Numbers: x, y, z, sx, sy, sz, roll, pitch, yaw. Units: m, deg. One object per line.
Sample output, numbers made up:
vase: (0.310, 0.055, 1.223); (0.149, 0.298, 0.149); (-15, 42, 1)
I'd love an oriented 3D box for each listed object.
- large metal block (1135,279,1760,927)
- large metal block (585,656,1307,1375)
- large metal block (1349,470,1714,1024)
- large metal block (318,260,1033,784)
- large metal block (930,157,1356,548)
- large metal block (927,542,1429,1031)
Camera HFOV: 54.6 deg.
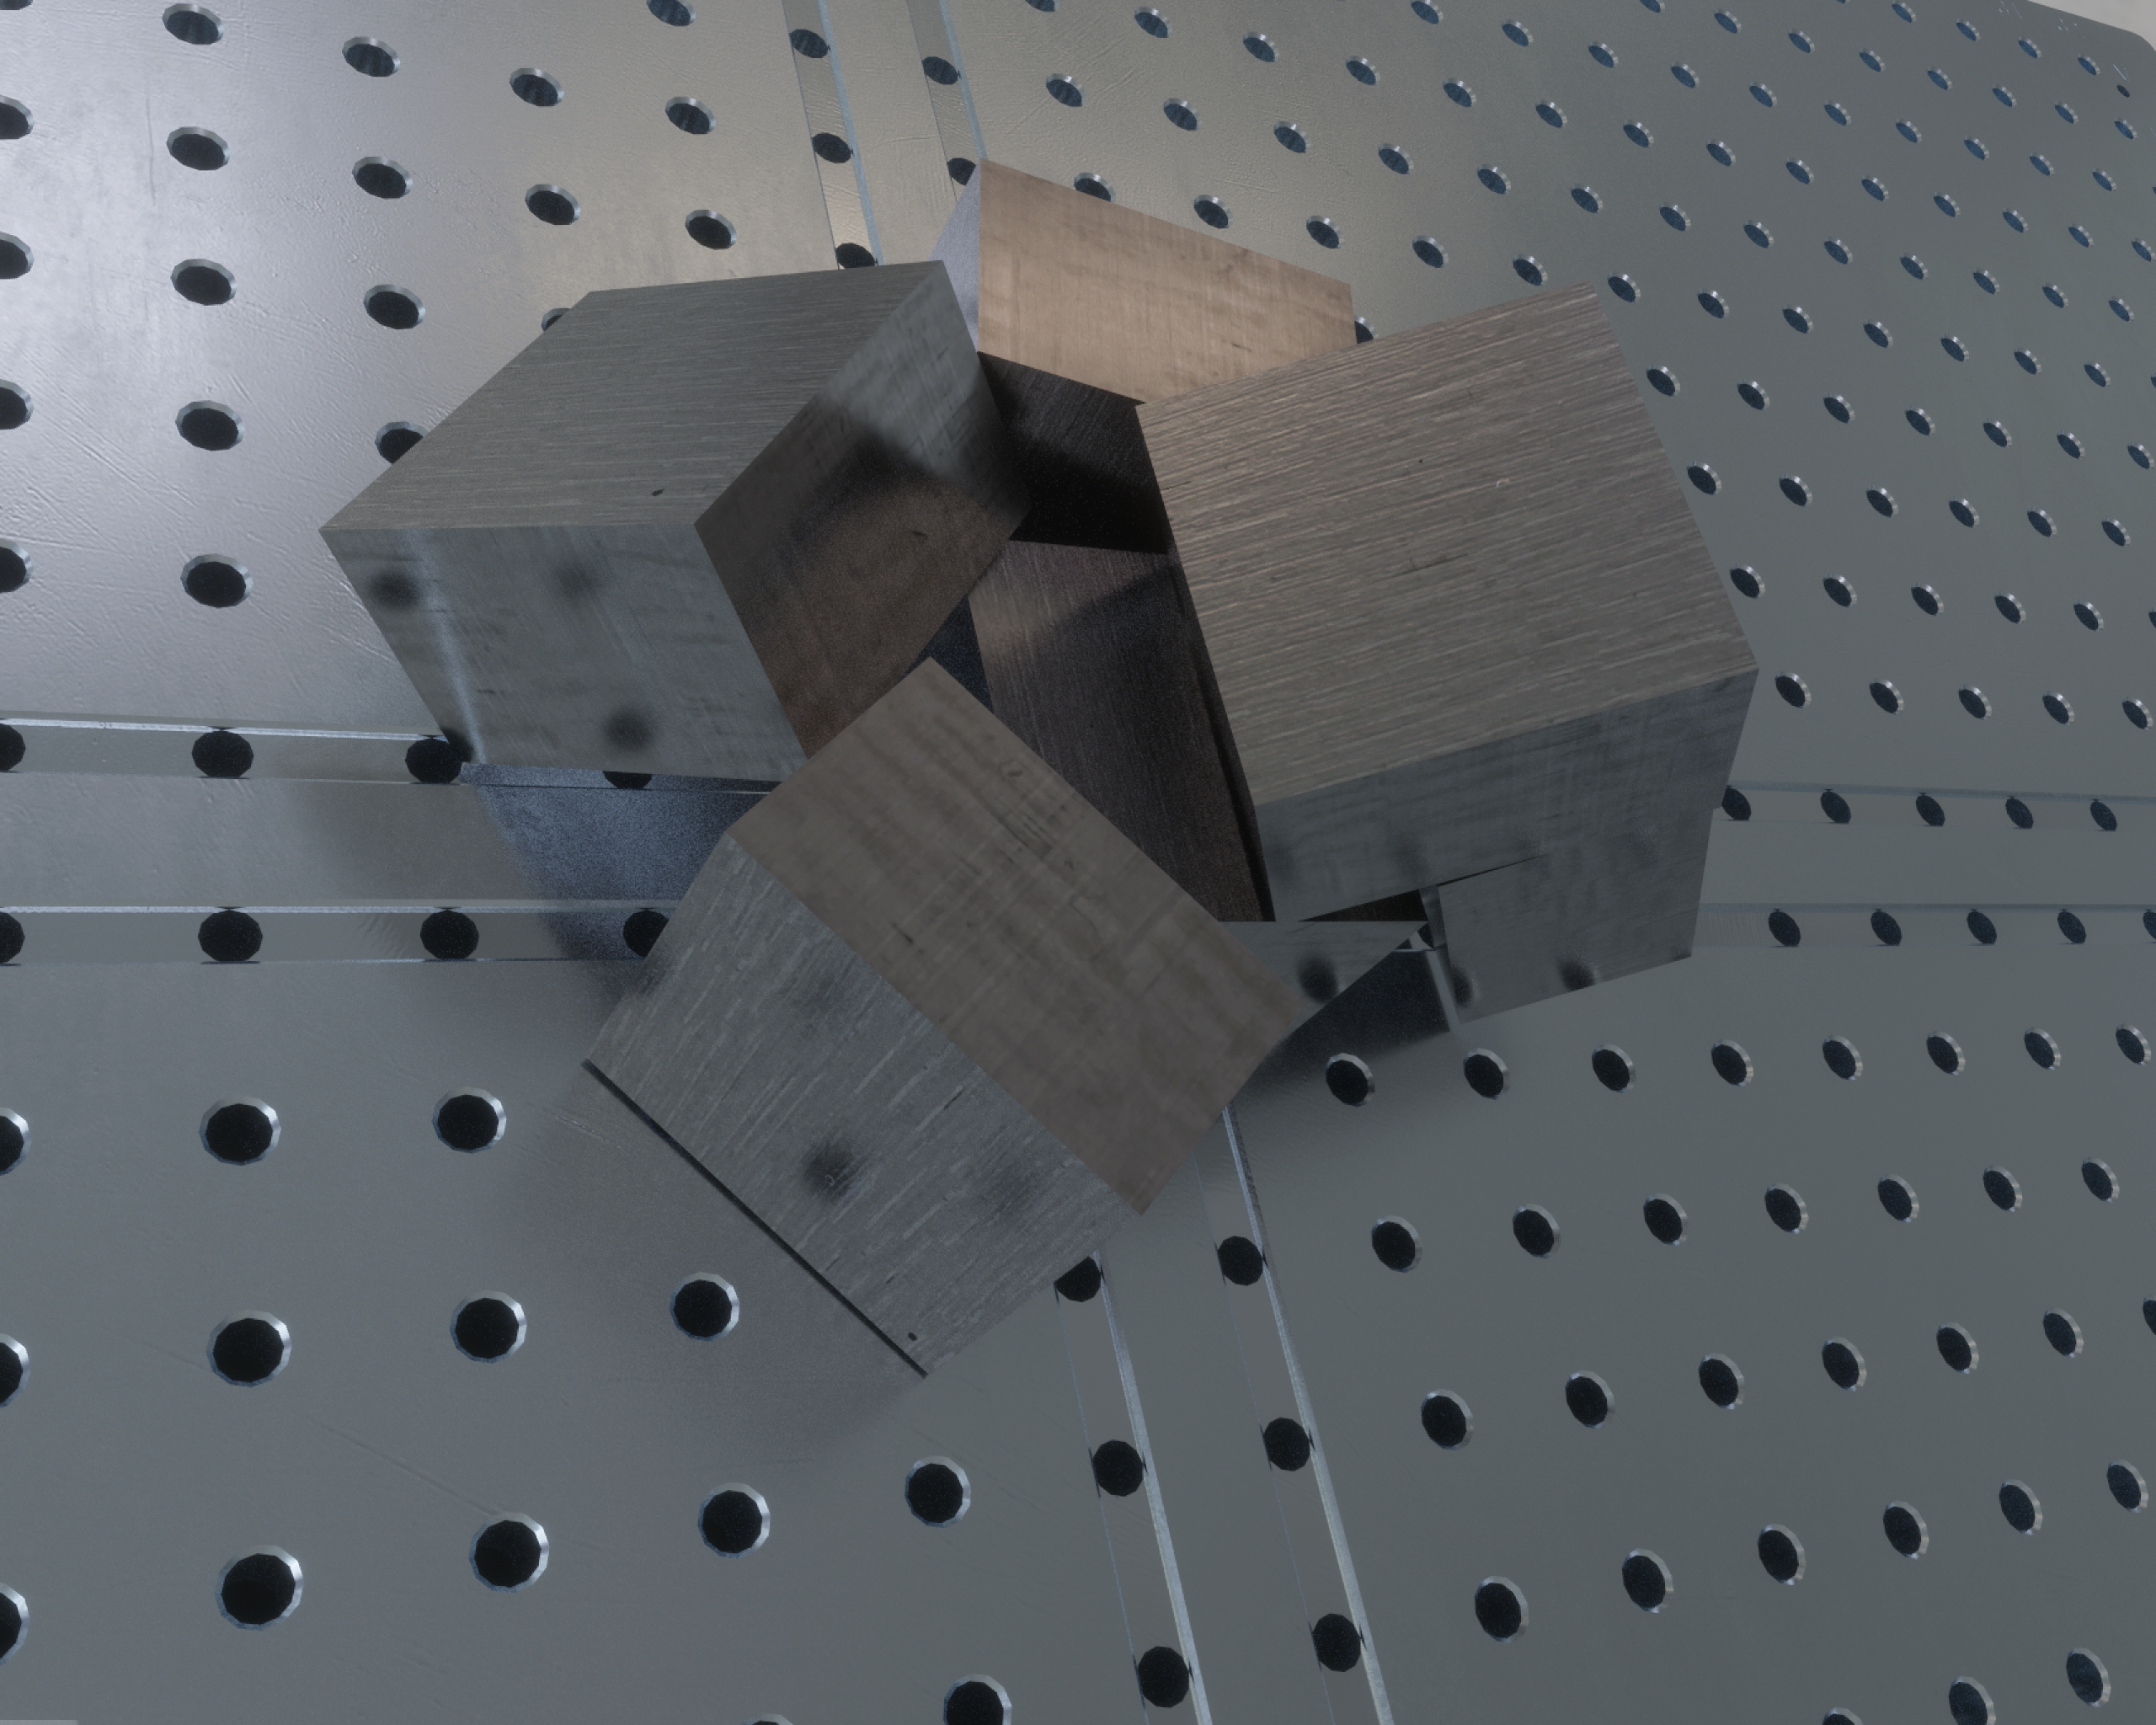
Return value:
large metal block: (0.061, -0.044, 0.362); (0.080, 0.050, 0.080); (-15, 64, 2)
large metal block: (-0.024, 0.027, 0.341); (0.080, 0.080, 0.050); (43, 50, 1)
large metal block: (0.088, -0.023, 0.423); (0.050, 0.080, 0.080); (-17, 65, 6)
large metal block: (-0.067, -0.060, 0.365); (0.080, 0.080, 0.050); (-58, 140, -39)
large metal block: (0.002, -0.085, 0.426); (0.081, 0.080, 0.050); (12, 57, -21)
large metal block: (0.011, -0.013, 0.405); (0.081, 0.050, 0.080); (1, 61, -28)
